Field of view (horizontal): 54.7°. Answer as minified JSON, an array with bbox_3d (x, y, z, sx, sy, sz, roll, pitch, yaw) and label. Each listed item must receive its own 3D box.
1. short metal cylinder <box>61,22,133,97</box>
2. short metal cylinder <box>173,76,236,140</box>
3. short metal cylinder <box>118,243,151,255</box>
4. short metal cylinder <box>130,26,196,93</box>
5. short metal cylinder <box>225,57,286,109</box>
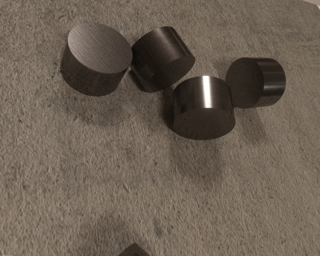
[{"bbox_3d":[-0.082,-0.088,0.398,0.081,0.050,0.080,14,56,-21],"label":"short metal cylinder"},{"bbox_3d":[0.058,-0.025,0.417,0.081,0.080,0.050,14,56,-21],"label":"short metal cylinder"},{"bbox_3d":[-0.028,0.148,0.264,0.050,0.080,0.080,42,51,0],"label":"short metal cylinder"},{"bbox_3d":[0.001,-0.093,0.427,0.081,0.080,0.050,-23,74,-36],"label":"short metal cylinder"},{"bbox_3d":[0.151,-0.073,0.497,0.050,0.080,0.080,-7,66,-32],"label":"short metal cylinder"}]
